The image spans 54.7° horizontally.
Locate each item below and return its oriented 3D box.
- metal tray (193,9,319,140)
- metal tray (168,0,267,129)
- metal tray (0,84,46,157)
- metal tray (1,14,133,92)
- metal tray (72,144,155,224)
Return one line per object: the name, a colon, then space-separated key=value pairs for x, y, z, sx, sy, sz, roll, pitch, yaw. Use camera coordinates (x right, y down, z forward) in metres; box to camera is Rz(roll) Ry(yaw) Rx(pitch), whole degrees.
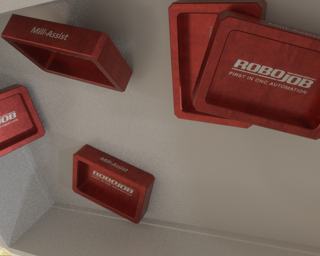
metal tray: x=0.105 y=-0.046 z=0.288 sx=0.131 sy=0.030 sz=0.089 roll=14 pitch=120 yaw=-4
metal tray: x=0.059 y=-0.068 z=0.331 sx=0.090 sy=0.030 sz=0.129 roll=9 pitch=123 yaw=23
metal tray: x=-0.256 y=-0.003 z=0.473 sx=0.030 sy=0.131 sz=0.089 roll=15 pitch=128 yaw=47
metal tray: x=-0.108 y=-0.088 z=0.374 sx=0.130 sy=0.030 sz=0.090 roll=16 pitch=167 yaw=18
metal tray: x=-0.079 y=0.091 z=0.503 sx=0.130 sy=0.030 sz=0.089 roll=23 pitch=127 yaw=14
